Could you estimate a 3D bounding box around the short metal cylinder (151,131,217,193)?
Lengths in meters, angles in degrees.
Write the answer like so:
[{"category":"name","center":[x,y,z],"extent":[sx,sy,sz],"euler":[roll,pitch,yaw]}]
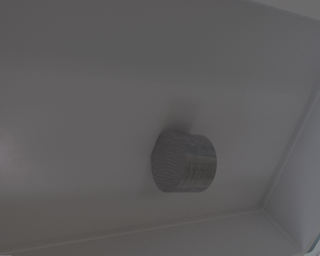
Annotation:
[{"category":"short metal cylinder","center":[0.030,0.046,0.418],"extent":[0.050,0.080,0.080],"euler":[8,115,-32]}]
